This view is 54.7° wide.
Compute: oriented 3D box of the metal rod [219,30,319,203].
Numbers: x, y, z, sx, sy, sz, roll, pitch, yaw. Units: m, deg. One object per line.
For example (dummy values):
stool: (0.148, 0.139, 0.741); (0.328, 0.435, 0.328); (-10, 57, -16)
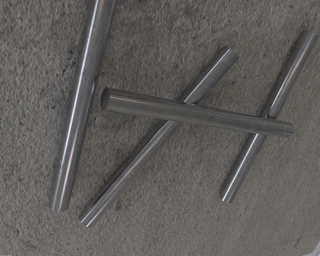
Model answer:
metal rod: (0.166, -0.005, 0.493); (0.025, 0.025, 0.298); (7, 115, -32)

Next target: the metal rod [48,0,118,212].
metal rod: (-0.085, -0.031, 0.340); (0.025, 0.025, 0.298); (5, 116, -31)

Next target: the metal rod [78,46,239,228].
metal rod: (-0.006, 0.016, 0.413); (0.299, 0.025, 0.025); (-49, 129, 6)

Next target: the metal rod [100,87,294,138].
metal rod: (0.070, -0.014, 0.402); (0.302, 0.025, 0.025); (7, 115, -32)
